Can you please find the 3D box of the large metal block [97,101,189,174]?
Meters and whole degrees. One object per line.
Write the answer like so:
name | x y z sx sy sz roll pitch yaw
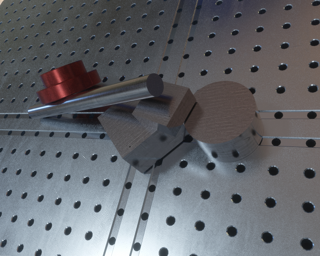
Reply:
large metal block | -0.021 -0.003 0.401 0.080 0.050 0.080 -39 51 1

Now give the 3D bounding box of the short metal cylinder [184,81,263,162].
short metal cylinder | 0.074 -0.007 0.357 0.080 0.050 0.080 -13 56 20

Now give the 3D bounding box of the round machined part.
round machined part | -0.146 -0.075 0.483 0.098 0.042 0.098 -19 15 6

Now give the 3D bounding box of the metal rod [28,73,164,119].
metal rod | -0.111 -0.036 0.431 0.300 0.025 0.025 -5 58 45

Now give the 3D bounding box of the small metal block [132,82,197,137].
small metal block | 0.005 -0.024 0.352 0.050 0.025 0.050 20 72 35
